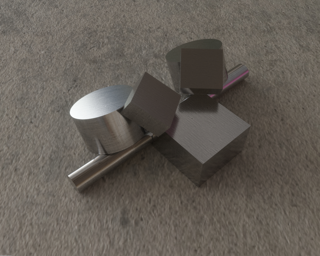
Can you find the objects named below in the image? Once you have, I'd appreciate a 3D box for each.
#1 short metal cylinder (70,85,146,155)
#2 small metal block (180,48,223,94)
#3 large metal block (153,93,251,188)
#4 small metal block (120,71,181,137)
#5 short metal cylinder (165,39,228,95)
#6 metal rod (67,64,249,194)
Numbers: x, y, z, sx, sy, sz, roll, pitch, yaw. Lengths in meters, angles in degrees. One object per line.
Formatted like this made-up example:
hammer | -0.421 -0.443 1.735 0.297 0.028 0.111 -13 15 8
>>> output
short metal cylinder | -0.061 -0.012 0.380 0.080 0.050 0.080 -13 31 8
small metal block | 0.050 -0.069 0.382 0.050 0.025 0.050 2 81 1
large metal block | 0.048 0.010 0.378 0.080 0.050 0.080 -34 58 -26
small metal block | -0.009 -0.027 0.346 0.050 0.025 0.050 33 50 -15
short metal cylinder | 0.053 -0.089 0.445 0.080 0.050 0.080 -13 31 8
metal rod | 0.015 -0.012 0.415 0.302 0.025 0.025 -34 58 -26
